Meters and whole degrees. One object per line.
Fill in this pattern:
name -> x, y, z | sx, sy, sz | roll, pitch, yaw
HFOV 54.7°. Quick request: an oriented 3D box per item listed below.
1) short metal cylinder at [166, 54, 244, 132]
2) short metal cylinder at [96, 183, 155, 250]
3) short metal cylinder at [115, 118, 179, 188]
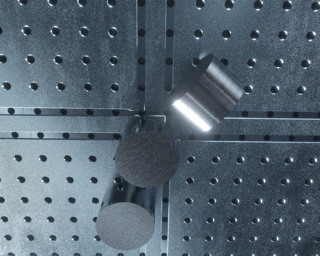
short metal cylinder -> 0.053, -0.041, 0.370 | 0.050, 0.080, 0.080 | 40, 105, -14
short metal cylinder -> -0.048, 0.127, 0.446 | 0.081, 0.050, 0.079 | 0, 110, -1
short metal cylinder -> -0.016, 0.032, 0.412 | 0.081, 0.050, 0.079 | 0, 110, -1
